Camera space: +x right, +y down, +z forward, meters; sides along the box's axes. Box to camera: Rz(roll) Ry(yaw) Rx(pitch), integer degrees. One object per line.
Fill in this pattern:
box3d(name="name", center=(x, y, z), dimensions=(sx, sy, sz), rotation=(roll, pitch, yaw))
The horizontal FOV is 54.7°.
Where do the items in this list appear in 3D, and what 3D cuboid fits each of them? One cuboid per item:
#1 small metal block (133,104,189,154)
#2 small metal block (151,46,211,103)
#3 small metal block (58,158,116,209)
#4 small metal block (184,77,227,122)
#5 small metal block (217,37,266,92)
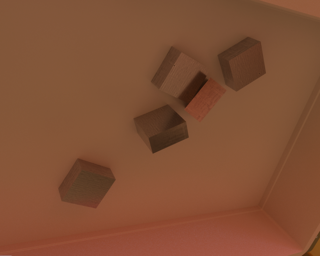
box3d(name="small metal block", center=(0.001, 0.000, 0.393), dimensions=(0.050, 0.050, 0.025), rotation=(-23, 127, -14))
box3d(name="small metal block", center=(0.026, -0.065, 0.382), dimensions=(0.050, 0.025, 0.050), rotation=(21, 107, -36))
box3d(name="small metal block", center=(-0.095, 0.073, 0.402), dimensions=(0.050, 0.025, 0.050), rotation=(25, 104, -37))
box3d(name="small metal block", center=(0.058, -0.036, 0.399), dimensions=(0.025, 0.050, 0.050), rotation=(39, 98, 2))
box3d(name="small metal block", center=(0.111, -0.086, 0.416), dimensions=(0.050, 0.025, 0.050), rotation=(-32, 129, -8))
